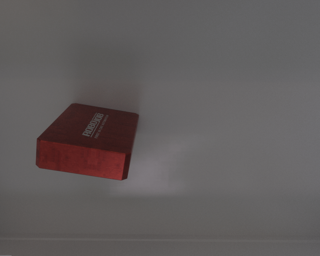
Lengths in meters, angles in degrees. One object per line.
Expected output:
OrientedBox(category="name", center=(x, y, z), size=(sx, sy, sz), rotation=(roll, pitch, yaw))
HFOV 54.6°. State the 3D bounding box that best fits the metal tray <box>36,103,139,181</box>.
OrientedBox(category="metal tray", center=(-0.075, 0.010, 0.358), size=(0.090, 0.130, 0.030), rotation=(9, 110, -4))
